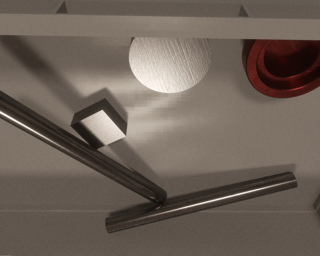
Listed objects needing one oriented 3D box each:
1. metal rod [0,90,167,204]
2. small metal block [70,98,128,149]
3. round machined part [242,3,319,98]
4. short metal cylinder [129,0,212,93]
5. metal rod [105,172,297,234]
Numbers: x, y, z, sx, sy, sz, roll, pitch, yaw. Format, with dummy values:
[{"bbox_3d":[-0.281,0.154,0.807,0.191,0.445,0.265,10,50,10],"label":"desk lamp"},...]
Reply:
[{"bbox_3d":[-0.087,0.041,0.410,0.025,0.025,0.301,-30,134,23],"label":"metal rod"},{"bbox_3d":[-0.078,-0.004,0.405,0.050,0.025,0.050,-24,127,19],"label":"small metal block"},{"bbox_3d":[0.137,-0.083,0.329,0.099,0.042,0.097,-1,130,0],"label":"round machined part"},{"bbox_3d":[0.010,-0.084,0.322,0.081,0.050,0.079,0,130,0],"label":"short metal cylinder"},{"bbox_3d":[0.062,0.118,0.488,0.302,0.025,0.025,-15,129,3],"label":"metal rod"}]
